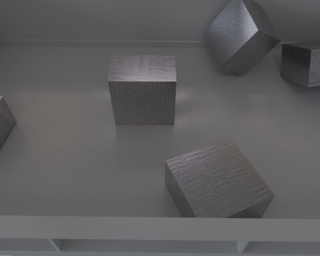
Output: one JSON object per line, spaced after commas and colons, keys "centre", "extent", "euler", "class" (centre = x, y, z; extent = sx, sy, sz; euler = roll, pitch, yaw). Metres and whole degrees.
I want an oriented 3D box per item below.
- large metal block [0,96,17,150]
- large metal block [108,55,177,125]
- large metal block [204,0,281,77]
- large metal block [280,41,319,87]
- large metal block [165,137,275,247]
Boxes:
{"centre": [-0.243, 0.002, 0.385], "extent": [0.080, 0.050, 0.080], "euler": [6, 50, 5], "class": "large metal block"}
{"centre": [-0.021, -0.048, 0.410], "extent": [0.081, 0.080, 0.050], "euler": [0, 50, 0], "class": "large metal block"}
{"centre": [0.121, -0.139, 0.470], "extent": [0.050, 0.080, 0.080], "euler": [9, 53, -34], "class": "large metal block"}
{"centre": [0.233, -0.096, 0.449], "extent": [0.081, 0.050, 0.080], "euler": [-6, 21, -4], "class": "large metal block"}
{"centre": [0.059, 0.066, 0.333], "extent": [0.081, 0.050, 0.080], "euler": [-19, 53, -15], "class": "large metal block"}
